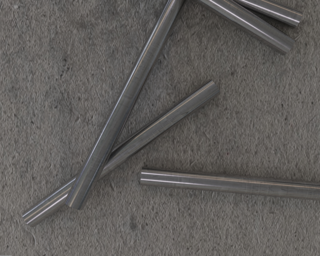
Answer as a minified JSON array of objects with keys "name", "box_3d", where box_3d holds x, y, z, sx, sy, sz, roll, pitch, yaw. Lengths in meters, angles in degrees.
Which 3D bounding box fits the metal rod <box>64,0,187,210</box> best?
[{"name":"metal rod","box_3d":[-0.040,-0.039,0.394,0.025,0.025,0.299,26,84,0]}]

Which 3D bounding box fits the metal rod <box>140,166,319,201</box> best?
[{"name":"metal rod","box_3d":[0.126,0.076,0.410,0.302,0.025,0.025,5,90,0]}]

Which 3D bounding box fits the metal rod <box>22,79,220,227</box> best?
[{"name":"metal rod","box_3d":[-0.050,0.033,0.409,0.301,0.025,0.025,-36,90,0]}]

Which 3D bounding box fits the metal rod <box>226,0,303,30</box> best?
[{"name":"metal rod","box_3d":[0.042,-0.196,0.409,0.301,0.025,0.025,21,90,0]}]

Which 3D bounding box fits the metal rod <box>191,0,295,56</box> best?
[{"name":"metal rod","box_3d":[0.039,-0.178,0.391,0.301,0.025,0.025,28,90,-8]}]
